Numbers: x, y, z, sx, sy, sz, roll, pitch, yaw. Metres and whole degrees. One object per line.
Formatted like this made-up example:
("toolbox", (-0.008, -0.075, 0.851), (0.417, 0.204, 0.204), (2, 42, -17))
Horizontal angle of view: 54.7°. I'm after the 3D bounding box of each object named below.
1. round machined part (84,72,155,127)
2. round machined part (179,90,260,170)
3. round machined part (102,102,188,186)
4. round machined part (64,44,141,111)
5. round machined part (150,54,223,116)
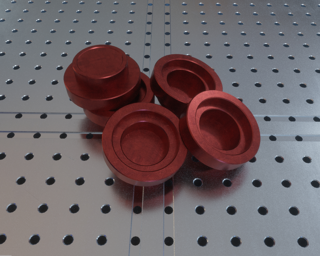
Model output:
("round machined part", (-0.056, -0.037, 0.426), (0.099, 0.042, 0.098), (0, 50, 0))
("round machined part", (0.068, 0.006, 0.377), (0.099, 0.042, 0.098), (11, 59, -18))
("round machined part", (-0.019, 0.022, 0.367), (0.099, 0.042, 0.098), (5, 64, -9))
("round machined part", (-0.075, -0.071, 0.400), (0.099, 0.042, 0.098), (0, 50, 0))
("round machined part", (0.033, -0.055, 0.431), (0.099, 0.042, 0.098), (11, 50, -13))
